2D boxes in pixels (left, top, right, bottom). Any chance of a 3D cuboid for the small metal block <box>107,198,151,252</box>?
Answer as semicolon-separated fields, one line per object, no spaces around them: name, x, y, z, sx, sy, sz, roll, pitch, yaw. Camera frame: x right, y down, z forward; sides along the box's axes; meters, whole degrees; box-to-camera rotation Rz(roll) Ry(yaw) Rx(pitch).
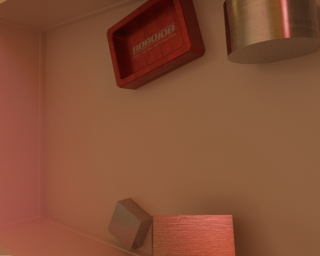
small metal block;-0.043;0.136;0.440;0.050;0.025;0.050;31;109;35

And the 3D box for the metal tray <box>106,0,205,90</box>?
metal tray;-0.011;-0.115;0.410;0.130;0.030;0.090;-20;77;38

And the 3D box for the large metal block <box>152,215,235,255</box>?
large metal block;0.032;0.134;0.324;0.081;0.050;0.080;1;72;-4

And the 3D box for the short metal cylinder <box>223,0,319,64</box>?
short metal cylinder;0.101;-0.094;0.287;0.080;0.081;0.050;-7;86;39
